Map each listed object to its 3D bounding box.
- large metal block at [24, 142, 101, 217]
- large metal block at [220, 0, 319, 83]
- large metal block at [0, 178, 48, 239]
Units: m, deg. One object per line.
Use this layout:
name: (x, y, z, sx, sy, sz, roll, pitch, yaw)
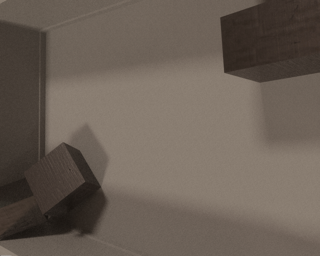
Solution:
large metal block: (-0.155, 0.083, 0.495, 0.080, 0.050, 0.080, -38, 63, 1)
large metal block: (0.111, -0.076, 0.278, 0.080, 0.081, 0.050, -6, 87, 39)
large metal block: (-0.231, 0.126, 0.511, 0.080, 0.080, 0.050, -126, 17, -67)
